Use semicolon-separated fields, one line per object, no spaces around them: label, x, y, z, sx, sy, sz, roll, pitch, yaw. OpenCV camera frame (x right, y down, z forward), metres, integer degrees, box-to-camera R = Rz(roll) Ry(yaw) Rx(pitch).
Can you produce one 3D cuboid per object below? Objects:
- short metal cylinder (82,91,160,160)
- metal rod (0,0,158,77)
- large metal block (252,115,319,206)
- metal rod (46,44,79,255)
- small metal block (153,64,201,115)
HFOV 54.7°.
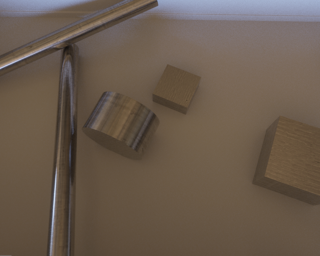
short metal cylinder;-0.047;-0.001;0.380;0.080;0.080;0.050;23;72;8
metal rod;-0.145;-0.119;0.426;0.301;0.025;0.025;-24;72;-1
large metal block;0.170;0.041;0.383;0.080;0.050;0.080;19;71;6
metal rod;-0.111;0.008;0.368;0.025;0.025;0.299;-7;56;-3
small metal block;0.023;-0.053;0.430;0.050;0.025;0.050;23;71;7
